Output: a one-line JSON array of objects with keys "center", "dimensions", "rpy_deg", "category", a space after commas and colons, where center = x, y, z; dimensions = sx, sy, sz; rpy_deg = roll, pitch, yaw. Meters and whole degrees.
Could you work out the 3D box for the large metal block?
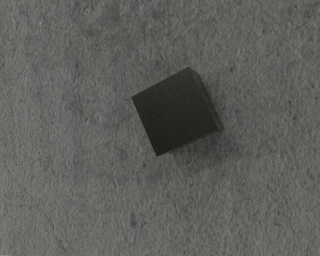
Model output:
[{"center": [0.023, -0.019, 0.387], "dimensions": [0.080, 0.050, 0.080], "rpy_deg": [-26, 82, 18], "category": "large metal block"}]
